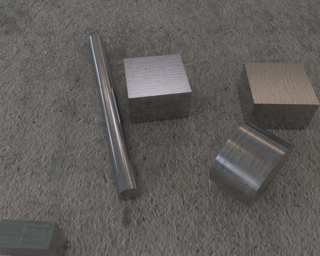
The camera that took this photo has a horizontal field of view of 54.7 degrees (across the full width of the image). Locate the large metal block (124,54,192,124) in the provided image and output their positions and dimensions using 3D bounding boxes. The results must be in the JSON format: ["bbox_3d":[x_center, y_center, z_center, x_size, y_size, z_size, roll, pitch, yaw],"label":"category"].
[{"bbox_3d":[-0.005,-0.056,0.434,0.081,0.050,0.080,-7,50,-6],"label":"large metal block"}]

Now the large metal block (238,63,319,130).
[{"bbox_3d":[0.157,-0.044,0.425,0.080,0.050,0.080,1,50,0],"label":"large metal block"}]

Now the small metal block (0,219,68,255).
[{"bbox_3d":[-0.121,0.110,0.294,0.050,0.050,0.025,2,50,1],"label":"small metal block"}]

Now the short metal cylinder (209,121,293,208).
[{"bbox_3d":[0.098,0.039,0.336,0.050,0.080,0.080,36,59,26],"label":"short metal cylinder"}]

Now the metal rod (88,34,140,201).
[{"bbox_3d":[-0.072,-0.038,0.434,0.025,0.025,0.300,-11,51,-9],"label":"metal rod"}]
